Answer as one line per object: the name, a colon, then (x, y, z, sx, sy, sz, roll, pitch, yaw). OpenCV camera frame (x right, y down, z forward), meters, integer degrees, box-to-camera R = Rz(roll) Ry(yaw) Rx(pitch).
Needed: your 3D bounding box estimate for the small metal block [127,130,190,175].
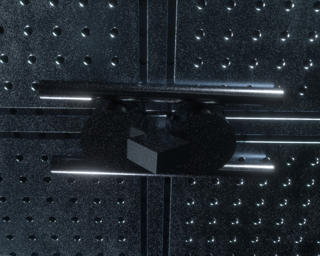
small metal block: (-0.002, 0.026, 0.357, 0.050, 0.050, 0.025, -14, 116, -42)

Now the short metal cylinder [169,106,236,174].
short metal cylinder: (0.053, 0.012, 0.401, 0.081, 0.050, 0.079, 0, 110, 0)

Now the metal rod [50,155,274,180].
metal rod: (0.004, 0.055, 0.430, 0.302, 0.025, 0.025, 2, 110, -1)

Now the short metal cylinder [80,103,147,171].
short metal cylinder: (-0.057, 0.008, 0.399, 0.081, 0.050, 0.079, 0, 110, 0)

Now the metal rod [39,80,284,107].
metal rod: (0.002, -0.043, 0.394, 0.302, 0.025, 0.025, 2, 110, -1)
